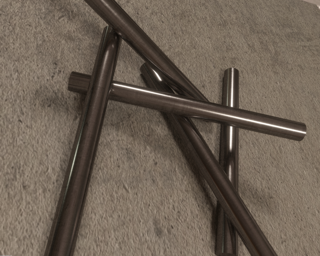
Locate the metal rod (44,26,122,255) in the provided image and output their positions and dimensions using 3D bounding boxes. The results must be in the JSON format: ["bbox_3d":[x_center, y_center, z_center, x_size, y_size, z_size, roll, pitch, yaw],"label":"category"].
[{"bbox_3d":[-0.077,0.013,0.327,0.025,0.025,0.299,17,63,-19],"label":"metal rod"}]

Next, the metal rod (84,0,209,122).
[{"bbox_3d":[-0.022,-0.104,0.386,0.300,0.025,0.025,41,47,-30],"label":"metal rod"}]

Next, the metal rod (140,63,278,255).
[{"bbox_3d":[0.051,0.030,0.393,0.025,0.025,0.299,-14,63,-34],"label":"metal rod"}]

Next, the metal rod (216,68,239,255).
[{"bbox_3d":[0.100,0.027,0.443,0.025,0.025,0.300,22,53,-16],"label":"metal rod"}]

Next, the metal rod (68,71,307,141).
[{"bbox_3d":[0.037,-0.026,0.394,0.302,0.025,0.025,12,55,-4],"label":"metal rod"}]
